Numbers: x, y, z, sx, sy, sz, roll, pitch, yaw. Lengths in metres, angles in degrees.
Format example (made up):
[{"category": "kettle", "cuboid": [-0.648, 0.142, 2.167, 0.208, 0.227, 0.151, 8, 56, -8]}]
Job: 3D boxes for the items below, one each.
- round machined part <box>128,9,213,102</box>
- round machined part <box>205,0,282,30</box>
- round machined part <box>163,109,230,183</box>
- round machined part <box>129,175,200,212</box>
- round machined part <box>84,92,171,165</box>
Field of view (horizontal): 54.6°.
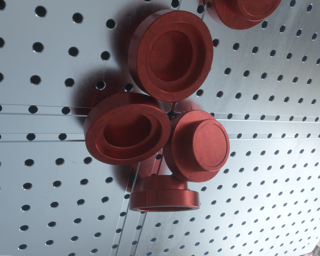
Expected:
[{"category": "round machined part", "cuboid": [0.008, -0.081, 0.348, 0.099, 0.042, 0.097, -14, 118, -27]}, {"category": "round machined part", "cuboid": [0.104, -0.162, 0.356, 0.099, 0.042, 0.097, -14, 124, -21]}, {"category": "round machined part", "cuboid": [0.055, 0.023, 0.414, 0.099, 0.042, 0.098, 5, 81, -36]}, {"category": "round machined part", "cuboid": [0.006, 0.093, 0.439, 0.099, 0.042, 0.098, -1, 160, 0]}, {"category": "round machined part", "cuboid": [-0.040, -0.003, 0.365, 0.099, 0.042, 0.097, -12, 136, -11]}]
